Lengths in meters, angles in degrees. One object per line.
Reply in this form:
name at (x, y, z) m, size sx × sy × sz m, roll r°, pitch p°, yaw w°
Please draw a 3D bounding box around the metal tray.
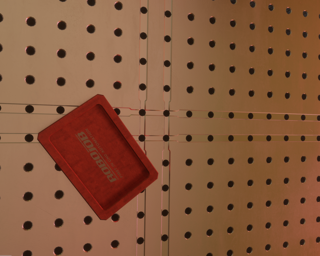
metal tray at (-0.074, 0.035, 0.383) m, size 0.090 × 0.030 × 0.130 m, roll -37°, pitch 102°, yaw -16°
